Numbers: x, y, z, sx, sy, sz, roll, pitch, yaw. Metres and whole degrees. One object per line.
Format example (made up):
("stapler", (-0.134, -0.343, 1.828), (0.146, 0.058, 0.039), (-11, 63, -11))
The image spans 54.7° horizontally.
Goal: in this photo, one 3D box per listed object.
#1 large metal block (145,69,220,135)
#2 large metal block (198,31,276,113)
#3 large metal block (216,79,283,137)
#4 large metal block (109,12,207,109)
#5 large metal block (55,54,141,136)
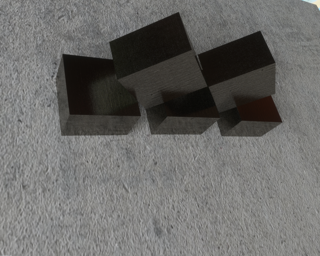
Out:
("large metal block", (0.025, -0.037, 0.427), (0.081, 0.050, 0.080), (1, 62, -28))
("large metal block", (0.103, -0.070, 0.409), (0.080, 0.080, 0.050), (-19, 64, 12))
("large metal block", (0.130, -0.033, 0.482), (0.081, 0.050, 0.080), (1, 61, -28))
("large metal block", (0.001, -0.071, 0.351), (0.080, 0.080, 0.050), (45, 27, -63))
("large metal block", (-0.077, -0.037, 0.372), (0.081, 0.050, 0.080), (0, 62, -29))
